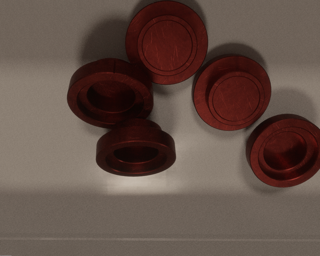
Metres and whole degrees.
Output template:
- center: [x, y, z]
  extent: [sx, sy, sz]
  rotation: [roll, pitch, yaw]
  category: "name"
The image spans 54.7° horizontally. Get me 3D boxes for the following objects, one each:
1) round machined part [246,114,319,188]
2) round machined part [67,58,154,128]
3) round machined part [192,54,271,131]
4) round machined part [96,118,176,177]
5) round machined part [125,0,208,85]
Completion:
- center: [0.164, 0.027, 0.415]
  extent: [0.099, 0.042, 0.097]
  rotation: [0, 110, -1]
  category: "round machined part"
- center: [-0.057, -0.044, 0.370]
  extent: [0.099, 0.042, 0.097]
  rotation: [-2, 143, -1]
  category: "round machined part"
- center: [0.091, -0.041, 0.388]
  extent: [0.099, 0.042, 0.097]
  rotation: [0, 110, -1]
  category: "round machined part"
- center: [-0.031, 0.023, 0.394]
  extent: [0.099, 0.042, 0.098]
  rotation: [-3, 148, -2]
  category: "round machined part"
- center: [0.008, -0.099, 0.366]
  extent: [0.099, 0.042, 0.097]
  rotation: [0, 110, -1]
  category: "round machined part"
